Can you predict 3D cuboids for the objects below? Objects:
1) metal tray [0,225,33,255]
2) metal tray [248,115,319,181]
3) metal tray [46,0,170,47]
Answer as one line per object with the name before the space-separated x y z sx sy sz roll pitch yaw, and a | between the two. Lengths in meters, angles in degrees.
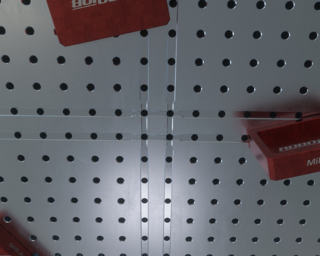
metal tray | -0.253 0.219 0.489 0.090 0.030 0.130 -33 107 11
metal tray | 0.187 0.018 0.386 0.131 0.090 0.030 -13 110 4
metal tray | -0.060 -0.152 0.354 0.131 0.030 0.090 -11 110 4
